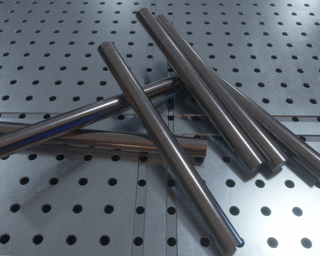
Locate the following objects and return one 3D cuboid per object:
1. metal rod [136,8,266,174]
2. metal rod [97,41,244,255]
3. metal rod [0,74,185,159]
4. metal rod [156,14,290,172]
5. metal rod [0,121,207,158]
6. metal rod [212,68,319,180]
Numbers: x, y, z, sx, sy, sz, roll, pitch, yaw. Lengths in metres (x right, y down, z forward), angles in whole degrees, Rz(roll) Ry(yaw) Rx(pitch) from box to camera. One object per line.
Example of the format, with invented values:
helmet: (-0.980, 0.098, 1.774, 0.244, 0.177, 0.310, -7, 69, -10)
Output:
metal rod: (0.044, -0.068, 0.433, 0.025, 0.025, 0.299, -23, 63, -18)
metal rod: (-0.001, 0.005, 0.369, 0.025, 0.025, 0.299, -24, 65, -19)
metal rod: (-0.076, -0.023, 0.400, 0.302, 0.025, 0.025, -24, 54, -29)
metal rod: (0.072, -0.066, 0.441, 0.025, 0.025, 0.299, -23, 61, -18)
metal rod: (-0.092, 0.013, 0.396, 0.301, 0.025, 0.025, 5, 50, 4)
metal rod: (0.109, -0.041, 0.443, 0.025, 0.025, 0.300, -28, 56, -22)
